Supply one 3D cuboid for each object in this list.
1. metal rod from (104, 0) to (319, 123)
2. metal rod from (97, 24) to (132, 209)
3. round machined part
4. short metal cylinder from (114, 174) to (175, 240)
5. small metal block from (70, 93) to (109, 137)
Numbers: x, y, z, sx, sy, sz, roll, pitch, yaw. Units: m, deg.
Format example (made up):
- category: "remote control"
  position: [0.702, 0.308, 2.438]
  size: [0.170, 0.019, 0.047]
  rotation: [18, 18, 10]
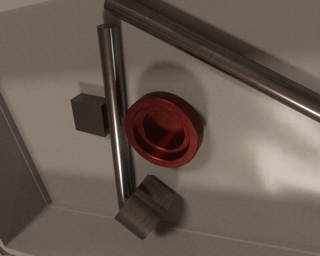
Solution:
- category: "metal rod"
  position: [0.074, -0.069, 0.326]
  size: [0.301, 0.025, 0.025]
  rotation: [30, 128, 8]
- category: "metal rod"
  position: [-0.059, 0.007, 0.442]
  size: [0.025, 0.025, 0.298]
  rotation: [12, 124, 21]
- category: "round machined part"
  position: [0.008, -0.002, 0.391]
  size: [0.098, 0.042, 0.097]
  rotation: [13, 124, 20]
- category: "short metal cylinder"
  position: [-0.022, 0.115, 0.454]
  size: [0.050, 0.080, 0.080]
  rotation: [38, 129, 2]
- category: "small metal block"
  position: [-0.097, -0.019, 0.446]
  size: [0.050, 0.025, 0.050]
  rotation: [12, 124, 21]
